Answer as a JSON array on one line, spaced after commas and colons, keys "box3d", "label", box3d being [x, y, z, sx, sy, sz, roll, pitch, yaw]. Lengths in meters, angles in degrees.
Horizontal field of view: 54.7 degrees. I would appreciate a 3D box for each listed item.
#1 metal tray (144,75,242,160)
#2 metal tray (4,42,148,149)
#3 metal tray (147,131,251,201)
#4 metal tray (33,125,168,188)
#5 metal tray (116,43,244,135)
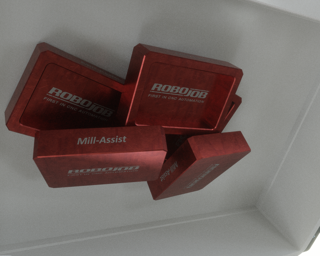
[{"box3d": [0.042, -0.006, 0.425, 0.091, 0.030, 0.129, 21, 107, -37], "label": "metal tray"}, {"box3d": [-0.086, -0.024, 0.341, 0.131, 0.030, 0.090, 21, 107, -37], "label": "metal tray"}, {"box3d": [0.049, 0.054, 0.424, 0.091, 0.030, 0.129, -5, 150, -33], "label": "metal tray"}, {"box3d": [-0.063, 0.034, 0.347, 0.131, 0.030, 0.090, -3, 151, -10], "label": "metal tray"}, {"box3d": [0.024, -0.038, 0.355, 0.131, 0.030, 0.089, 3, 117, -31], "label": "metal tray"}]
